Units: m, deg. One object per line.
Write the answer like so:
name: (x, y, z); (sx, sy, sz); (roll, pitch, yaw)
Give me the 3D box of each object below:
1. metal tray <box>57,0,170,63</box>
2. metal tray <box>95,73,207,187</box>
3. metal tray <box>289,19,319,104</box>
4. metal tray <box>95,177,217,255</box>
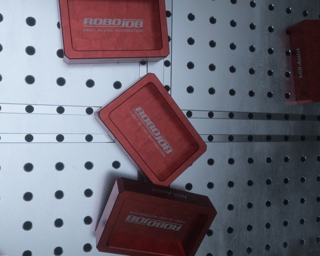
metal tray: (-0.057, -0.130, 0.389); (0.131, 0.030, 0.089); (-6, 92, -20)
metal tray: (-0.010, 0.005, 0.407); (0.090, 0.030, 0.130); (-41, 103, -16)
metal tray: (0.265, -0.110, 0.510); (0.091, 0.030, 0.129); (-8, 93, -20)
metal tray: (-0.005, 0.120, 0.391); (0.131, 0.030, 0.089); (17, 108, -20)
